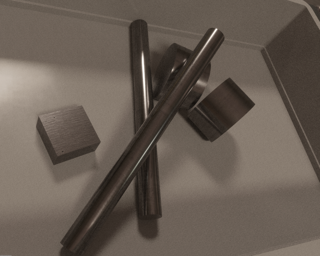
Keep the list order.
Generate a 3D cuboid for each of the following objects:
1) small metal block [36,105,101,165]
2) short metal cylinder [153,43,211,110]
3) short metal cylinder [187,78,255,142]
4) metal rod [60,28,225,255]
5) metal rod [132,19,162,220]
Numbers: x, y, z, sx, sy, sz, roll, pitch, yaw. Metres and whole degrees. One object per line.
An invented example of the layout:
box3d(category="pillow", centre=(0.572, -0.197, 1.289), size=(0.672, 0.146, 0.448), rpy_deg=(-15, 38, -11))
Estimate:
box3d(category="small metal block", centre=(-0.103, 0.007, 0.347), size=(0.050, 0.025, 0.050), rpy_deg=(-19, 72, -36))
box3d(category="short metal cylinder", centre=(0.027, -0.070, 0.430), size=(0.050, 0.080, 0.080), rpy_deg=(20, 54, -17))
box3d(category="short metal cylinder", centre=(0.085, -0.025, 0.433), size=(0.050, 0.080, 0.080), rpy_deg=(48, 51, 5))
box3d(category="metal rod", centre=(-0.006, -0.002, 0.346), size=(0.025, 0.025, 0.300), rpy_deg=(36, 69, -5))
box3d(category="metal rod", centre=(-0.021, -0.032, 0.414), size=(0.025, 0.025, 0.299), rpy_deg=(9, 58, -24))
